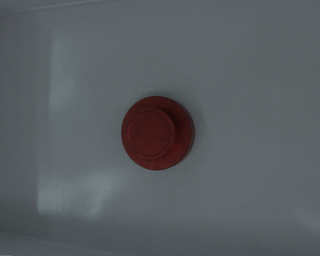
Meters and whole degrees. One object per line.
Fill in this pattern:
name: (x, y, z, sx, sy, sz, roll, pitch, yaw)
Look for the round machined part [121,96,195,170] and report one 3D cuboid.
round machined part: (-0.007, 0.007, 0.404, 0.098, 0.042, 0.097, 0, 90, 20)
